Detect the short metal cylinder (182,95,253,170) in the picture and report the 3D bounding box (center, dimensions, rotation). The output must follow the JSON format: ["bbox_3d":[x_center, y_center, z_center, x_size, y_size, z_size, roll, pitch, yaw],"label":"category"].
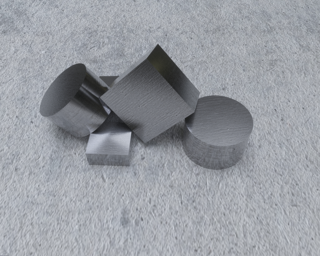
[{"bbox_3d":[0.069,0.005,0.385,0.081,0.050,0.080,0,50,0],"label":"short metal cylinder"}]

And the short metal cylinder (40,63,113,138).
[{"bbox_3d":[-0.104,-0.035,0.393,0.080,0.050,0.080,-24,45,27],"label":"short metal cylinder"}]

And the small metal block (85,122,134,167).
[{"bbox_3d":[-0.061,0.020,0.387,0.050,0.025,0.050,2,50,1],"label":"small metal block"}]

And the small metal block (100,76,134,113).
[{"bbox_3d":[-0.063,-0.049,0.445,0.050,0.025,0.050,-1,50,-1],"label":"small metal block"}]

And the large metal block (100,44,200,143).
[{"bbox_3d":[-0.011,-0.040,0.379,0.080,0.080,0.050,47,32,-16],"label":"large metal block"}]
